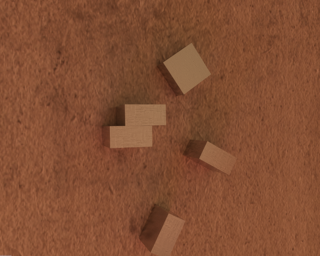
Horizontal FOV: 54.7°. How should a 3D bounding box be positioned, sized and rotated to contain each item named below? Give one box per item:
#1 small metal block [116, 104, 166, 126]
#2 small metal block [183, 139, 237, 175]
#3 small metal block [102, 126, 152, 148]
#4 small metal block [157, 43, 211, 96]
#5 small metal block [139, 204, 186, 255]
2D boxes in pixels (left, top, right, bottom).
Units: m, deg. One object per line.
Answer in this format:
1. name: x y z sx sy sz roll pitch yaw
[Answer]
1. small metal block: -0.025 -0.015 0.387 0.050 0.050 0.025 -2 91 -20
2. small metal block: 0.067 0.039 0.422 0.050 0.050 0.025 29 81 -18
3. small metal block: -0.041 0.010 0.381 0.050 0.050 0.025 -1 91 -20
4. small metal block: 0.033 -0.079 0.422 0.050 0.025 0.050 -38 103 -16
5. small metal block: 0.001 0.131 0.398 0.025 0.050 0.050 29 80 -18
